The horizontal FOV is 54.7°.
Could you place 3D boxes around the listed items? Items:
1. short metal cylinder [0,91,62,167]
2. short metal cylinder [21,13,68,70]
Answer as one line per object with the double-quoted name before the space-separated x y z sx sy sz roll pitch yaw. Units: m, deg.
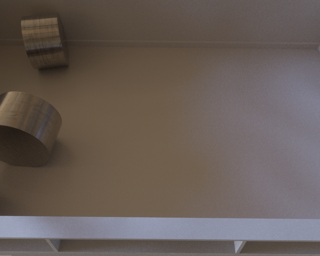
"short metal cylinder" -0.163 0.003 0.365 0.080 0.080 0.050 4 50 3
"short metal cylinder" -0.175 -0.134 0.480 0.050 0.080 0.080 -10 51 -8
